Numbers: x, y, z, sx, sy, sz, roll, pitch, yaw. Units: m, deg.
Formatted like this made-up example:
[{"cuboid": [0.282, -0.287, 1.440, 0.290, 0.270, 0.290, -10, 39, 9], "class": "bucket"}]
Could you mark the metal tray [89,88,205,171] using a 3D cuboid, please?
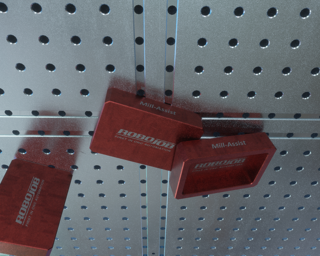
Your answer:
[{"cuboid": [-0.019, 0.007, 0.414, 0.131, 0.030, 0.089, 16, 128, -14], "class": "metal tray"}]

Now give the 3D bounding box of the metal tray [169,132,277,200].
[{"cuboid": [0.084, 0.053, 0.430, 0.131, 0.030, 0.089, -6, 136, -15], "class": "metal tray"}]

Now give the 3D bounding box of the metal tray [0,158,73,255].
[{"cuboid": [-0.183, 0.109, 0.433, 0.091, 0.130, 0.030, 18, 128, -15], "class": "metal tray"}]
